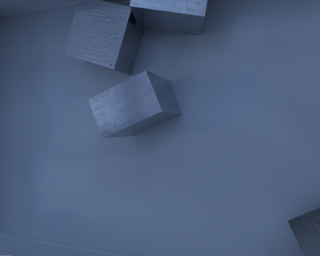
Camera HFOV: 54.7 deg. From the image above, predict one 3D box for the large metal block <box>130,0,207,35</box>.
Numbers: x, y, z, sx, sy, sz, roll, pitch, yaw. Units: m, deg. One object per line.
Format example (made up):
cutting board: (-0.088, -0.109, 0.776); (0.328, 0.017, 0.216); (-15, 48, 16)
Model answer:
large metal block: (0.013, -0.150, 0.366); (0.080, 0.080, 0.050); (9, 93, 2)

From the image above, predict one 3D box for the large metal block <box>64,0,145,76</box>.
large metal block: (-0.074, -0.124, 0.423); (0.080, 0.050, 0.080); (19, 97, 19)

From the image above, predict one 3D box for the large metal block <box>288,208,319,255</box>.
large metal block: (0.189, 0.122, 0.308); (0.080, 0.050, 0.080); (-30, 36, 17)

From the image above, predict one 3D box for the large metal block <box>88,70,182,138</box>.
large metal block: (-0.028, -0.026, 0.391); (0.080, 0.080, 0.050); (-24, 82, 18)
